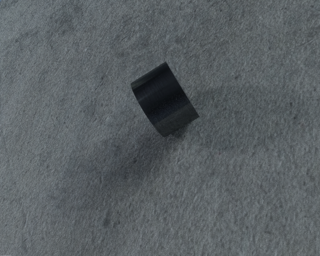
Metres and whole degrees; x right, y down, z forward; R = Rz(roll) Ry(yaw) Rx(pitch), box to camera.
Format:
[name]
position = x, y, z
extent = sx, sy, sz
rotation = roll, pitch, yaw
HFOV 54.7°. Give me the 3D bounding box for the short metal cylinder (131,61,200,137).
[short metal cylinder]
position = 0.007, -0.035, 0.385
extent = 0.050, 0.080, 0.080
rotation = -31, 52, 8
